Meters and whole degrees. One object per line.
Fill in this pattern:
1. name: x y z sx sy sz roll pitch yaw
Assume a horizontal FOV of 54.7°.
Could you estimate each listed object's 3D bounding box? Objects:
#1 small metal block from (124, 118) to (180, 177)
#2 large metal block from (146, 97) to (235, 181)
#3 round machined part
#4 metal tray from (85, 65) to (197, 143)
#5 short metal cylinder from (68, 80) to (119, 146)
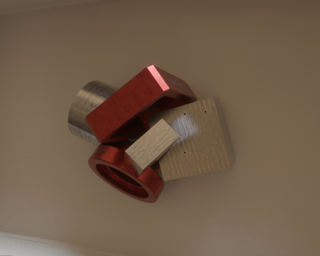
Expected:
1. small metal block: -0.010 0.022 0.326 0.050 0.050 0.025 -42 83 -18
2. large metal block: 0.039 0.012 0.373 0.080 0.050 0.080 -15 90 19
3. round machined part: -0.037 0.051 0.392 0.098 0.098 0.042 22 62 18
4. metal tray: -0.014 -0.023 0.357 0.090 0.130 0.030 -37 80 16
5. short metal cylinder: -0.073 -0.016 0.404 0.050 0.080 0.080 24 98 18
